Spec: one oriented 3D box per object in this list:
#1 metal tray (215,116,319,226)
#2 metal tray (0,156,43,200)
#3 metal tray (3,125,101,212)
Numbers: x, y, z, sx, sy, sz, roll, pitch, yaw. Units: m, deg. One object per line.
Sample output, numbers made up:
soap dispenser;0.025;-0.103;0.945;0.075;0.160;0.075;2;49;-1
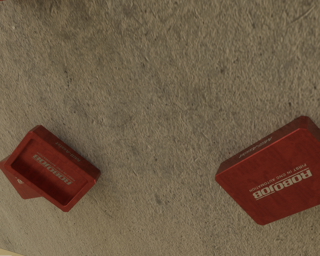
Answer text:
metal tray;0.142;0.055;0.363;0.090;0.030;0.129;46;129;-5
metal tray;-0.235;0.084;0.580;0.130;0.030;0.090;-16;111;34
metal tray;-0.176;0.068;0.509;0.130;0.030;0.090;40;111;-10
